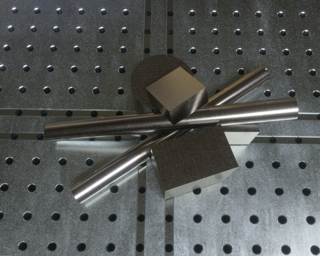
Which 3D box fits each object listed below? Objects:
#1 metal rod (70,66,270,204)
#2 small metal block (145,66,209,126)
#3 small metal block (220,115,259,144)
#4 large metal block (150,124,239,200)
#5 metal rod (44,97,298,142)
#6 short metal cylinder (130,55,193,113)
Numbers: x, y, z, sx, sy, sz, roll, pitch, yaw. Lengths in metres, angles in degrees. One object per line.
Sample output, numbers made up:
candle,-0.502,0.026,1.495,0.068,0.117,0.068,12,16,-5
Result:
metal rod,0.021,0.003,0.408,0.301,0.025,0.025,-33,73,-11
small metal block,0.020,-0.038,0.360,0.050,0.025,0.050,-34,51,-11
small metal block,0.093,0.002,0.395,0.050,0.050,0.025,0,70,1
large metal block,0.036,0.043,0.362,0.081,0.080,0.050,-17,71,-6
metal rod,0.003,-0.008,0.373,0.301,0.025,0.025,-5,70,12
short metal cylinder,0.003,-0.050,0.413,0.081,0.050,0.080,0,69,0
